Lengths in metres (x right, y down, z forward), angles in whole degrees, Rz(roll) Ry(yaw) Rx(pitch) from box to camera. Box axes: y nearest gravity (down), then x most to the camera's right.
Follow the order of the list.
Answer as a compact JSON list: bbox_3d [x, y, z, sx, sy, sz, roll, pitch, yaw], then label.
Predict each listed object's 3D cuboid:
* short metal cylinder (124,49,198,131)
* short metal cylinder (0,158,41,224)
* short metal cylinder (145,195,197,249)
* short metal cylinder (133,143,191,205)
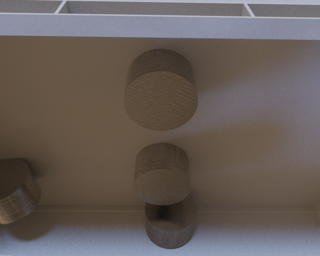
[{"bbox_3d":[0.001,-0.043,0.356,0.081,0.050,0.079,0,130,0],"label":"short metal cylinder"},{"bbox_3d":[-0.221,0.090,0.447,0.080,0.080,0.050,-5,130,4],"label":"short metal cylinder"},{"bbox_3d":[0.017,0.143,0.494,0.081,0.080,0.050,1,130,-1],"label":"short metal cylinder"},{"bbox_3d":[0.003,0.068,0.450,0.081,0.050,0.079,0,130,0],"label":"short metal cylinder"}]
